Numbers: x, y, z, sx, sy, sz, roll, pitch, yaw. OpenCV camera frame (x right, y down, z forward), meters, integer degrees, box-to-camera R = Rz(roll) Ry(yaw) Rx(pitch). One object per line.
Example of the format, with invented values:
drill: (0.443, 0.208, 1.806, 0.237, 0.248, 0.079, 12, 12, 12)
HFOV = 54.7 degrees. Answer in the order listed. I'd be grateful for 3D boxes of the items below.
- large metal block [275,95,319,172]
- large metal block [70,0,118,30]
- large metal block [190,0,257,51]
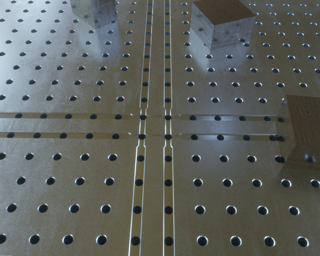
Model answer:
large metal block: (0.197, 0.007, 0.388, 0.080, 0.050, 0.080, 6, 50, 4)
large metal block: (-0.127, -0.244, 0.575, 0.050, 0.080, 0.080, -35, 59, -26)
large metal block: (0.110, -0.189, 0.552, 0.081, 0.050, 0.080, -17, 52, -14)
